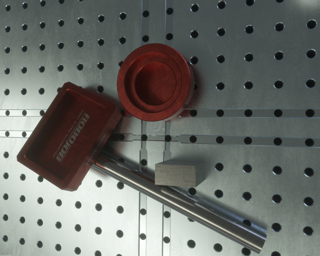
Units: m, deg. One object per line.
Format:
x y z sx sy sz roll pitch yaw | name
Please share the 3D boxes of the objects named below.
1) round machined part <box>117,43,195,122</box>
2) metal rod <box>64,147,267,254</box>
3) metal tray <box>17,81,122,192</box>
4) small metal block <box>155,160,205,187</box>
-0.003 -0.057 0.404 0.098 0.042 0.097 0 90 19 | round machined part
-0.009 0.081 0.414 0.301 0.025 0.025 24 98 18 | metal rod
-0.124 0.010 0.430 0.090 0.030 0.130 27 80 18 | metal tray
0.026 0.056 0.389 0.050 0.050 0.025 0 90 19 | small metal block
